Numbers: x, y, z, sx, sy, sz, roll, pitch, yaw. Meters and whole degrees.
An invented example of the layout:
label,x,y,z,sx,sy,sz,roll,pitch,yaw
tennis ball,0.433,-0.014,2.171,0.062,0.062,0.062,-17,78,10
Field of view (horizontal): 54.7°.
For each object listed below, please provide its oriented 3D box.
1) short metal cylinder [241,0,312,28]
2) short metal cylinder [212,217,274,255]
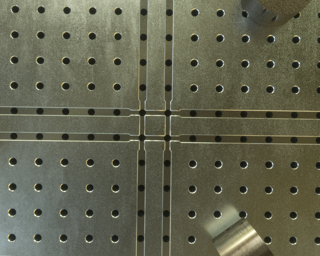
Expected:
label,x,y,z,sx,sy,sz,roll,pitch,yaw
short metal cylinder,0.152,-0.178,0.403,0.081,0.050,0.079,0,90,-1
short metal cylinder,0.109,0.160,0.388,0.050,0.080,0.080,-36,90,0
